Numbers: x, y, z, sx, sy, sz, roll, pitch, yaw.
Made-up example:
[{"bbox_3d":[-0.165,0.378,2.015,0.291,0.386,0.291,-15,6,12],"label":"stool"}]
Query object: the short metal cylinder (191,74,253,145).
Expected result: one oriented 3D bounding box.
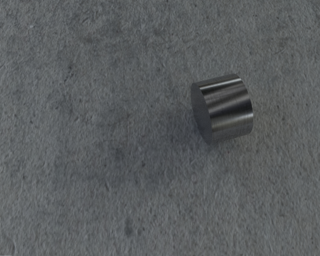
[{"bbox_3d":[0.075,-0.024,0.389,0.050,0.080,0.080,-15,71,-6],"label":"short metal cylinder"}]
